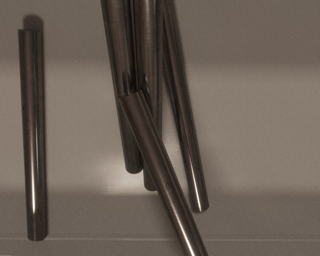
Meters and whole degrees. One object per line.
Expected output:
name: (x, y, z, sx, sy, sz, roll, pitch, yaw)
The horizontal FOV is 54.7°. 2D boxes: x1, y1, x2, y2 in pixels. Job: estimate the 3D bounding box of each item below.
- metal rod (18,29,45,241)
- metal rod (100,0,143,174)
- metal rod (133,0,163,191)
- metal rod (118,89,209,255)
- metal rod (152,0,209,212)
metal rod: (-0.171, 0.023, 0.417, 0.025, 0.025, 0.298, 6, 110, -3)
metal rod: (-0.036, -0.046, 0.323, 0.025, 0.025, 0.298, -1, 138, 0)
metal rod: (-0.010, -0.025, 0.337, 0.025, 0.025, 0.298, 0, 135, 0)
metal rod: (0.024, 0.101, 0.338, 0.025, 0.025, 0.298, -20, 103, 7)
metal rod: (0.029, -0.022, 0.403, 0.025, 0.025, 0.298, -11, 110, 4)
